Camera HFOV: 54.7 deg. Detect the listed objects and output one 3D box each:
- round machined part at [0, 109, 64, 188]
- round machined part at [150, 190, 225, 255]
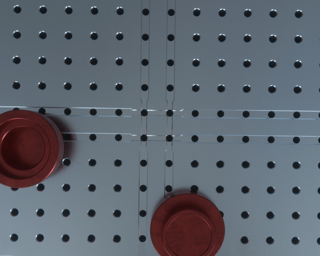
[{"bbox_3d":[-0.174,0.026,0.403,0.099,0.042,0.097,0,90,0],"label":"round machined part"},{"bbox_3d":[0.036,0.134,0.405,0.099,0.042,0.097,0,90,0],"label":"round machined part"}]
